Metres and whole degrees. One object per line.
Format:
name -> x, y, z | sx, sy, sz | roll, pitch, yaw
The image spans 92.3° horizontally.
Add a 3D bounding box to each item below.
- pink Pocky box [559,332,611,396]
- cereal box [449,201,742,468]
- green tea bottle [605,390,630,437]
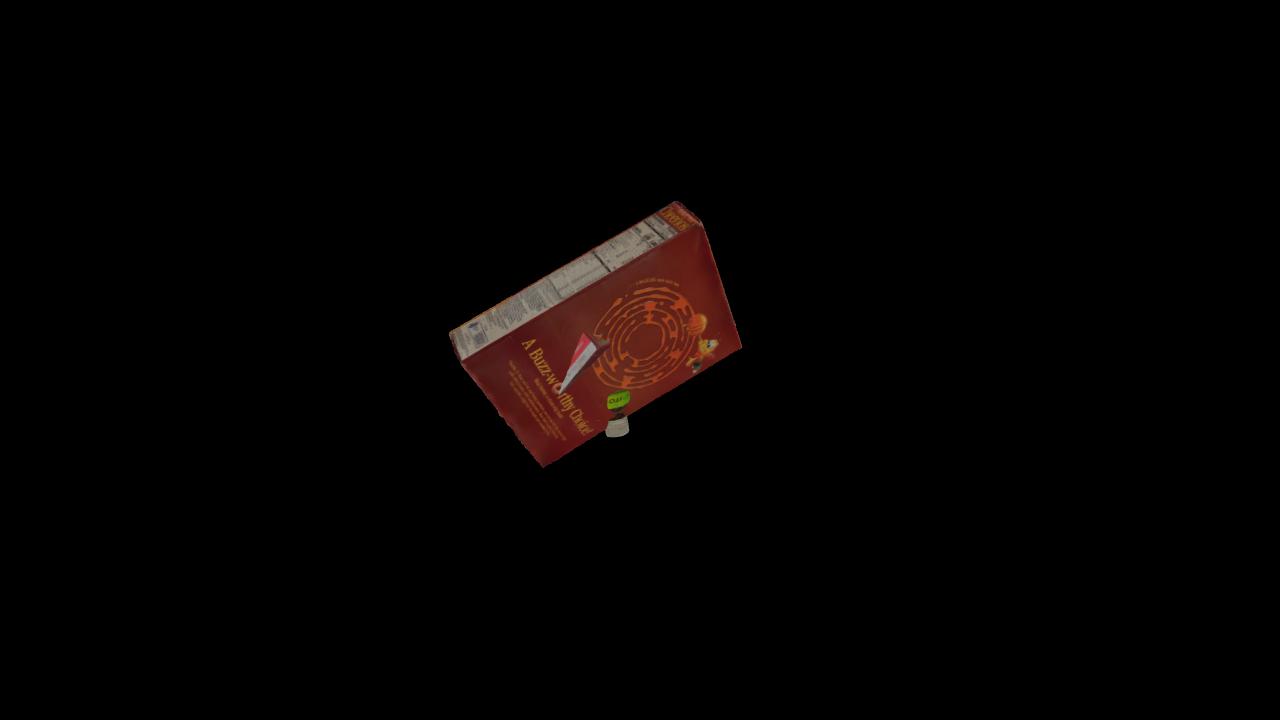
pink Pocky box -> -0.046, -0.012, 0.754 | 0.084, 0.029, 0.155 | -47, -8, 28
cereal box -> -0.039, -0.025, 0.740 | 0.306, 0.203, 0.081 | -32, 42, -5
green tea bottle -> -0.046, -0.007, 0.761 | 0.073, 0.212, 0.073 | -8, 16, 2
